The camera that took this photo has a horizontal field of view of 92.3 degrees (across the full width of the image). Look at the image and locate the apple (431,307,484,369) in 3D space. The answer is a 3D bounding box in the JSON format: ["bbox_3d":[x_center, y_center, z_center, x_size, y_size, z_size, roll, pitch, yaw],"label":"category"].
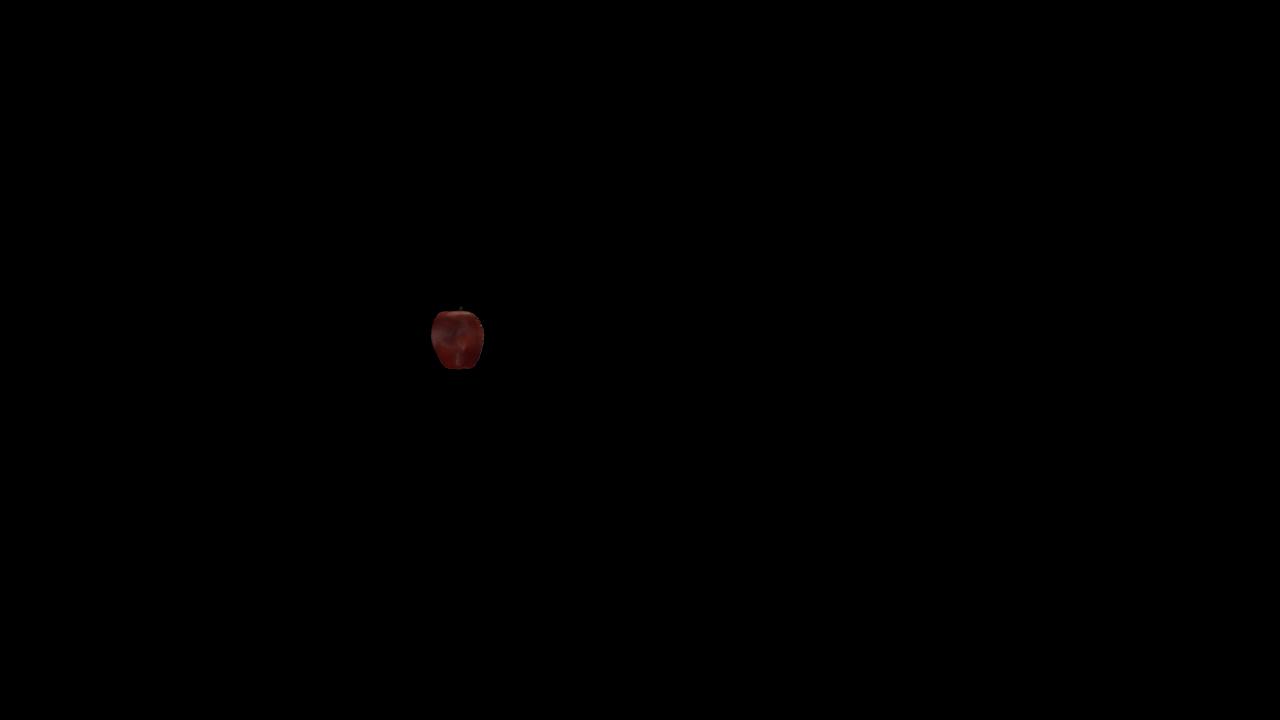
[{"bbox_3d":[-0.271,-0.033,0.917,0.079,0.093,0.079,2,5,0],"label":"apple"}]
